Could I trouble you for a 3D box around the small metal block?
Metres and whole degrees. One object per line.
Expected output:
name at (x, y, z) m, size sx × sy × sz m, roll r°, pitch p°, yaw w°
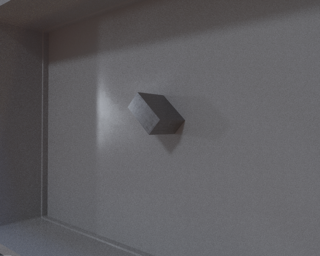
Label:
small metal block at (-0.004, -0.018, 0.395) m, size 0.050 × 0.050 × 0.025 m, roll 51°, pitch 120°, yaw 28°
